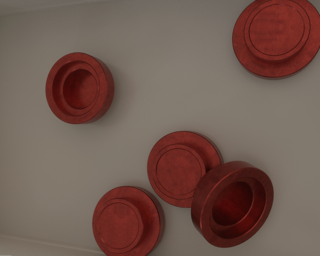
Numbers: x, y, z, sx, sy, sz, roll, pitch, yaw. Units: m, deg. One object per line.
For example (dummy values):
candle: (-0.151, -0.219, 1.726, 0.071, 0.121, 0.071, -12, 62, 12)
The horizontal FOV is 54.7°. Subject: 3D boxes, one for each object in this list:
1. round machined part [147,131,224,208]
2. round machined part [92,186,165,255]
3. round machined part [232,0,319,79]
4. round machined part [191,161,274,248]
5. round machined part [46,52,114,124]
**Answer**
round machined part: (0.029, 0.053, 0.391, 0.098, 0.042, 0.097, 0, 90, 19)
round machined part: (-0.046, 0.126, 0.408, 0.098, 0.042, 0.097, -3, 79, 17)
round machined part: (0.133, -0.107, 0.355, 0.098, 0.042, 0.097, 0, 90, 19)
round machined part: (0.078, 0.082, 0.355, 0.042, 0.099, 0.097, 34, 105, 60)
round machined part: (-0.108, -0.054, 0.438, 0.098, 0.042, 0.097, 0, 90, 19)
